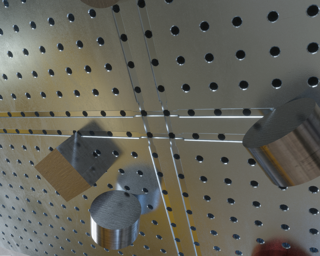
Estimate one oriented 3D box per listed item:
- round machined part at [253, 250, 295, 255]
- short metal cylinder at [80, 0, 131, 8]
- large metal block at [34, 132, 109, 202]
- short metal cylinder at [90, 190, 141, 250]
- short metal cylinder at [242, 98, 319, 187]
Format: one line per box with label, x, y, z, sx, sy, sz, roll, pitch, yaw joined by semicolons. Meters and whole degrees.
round machined part;0.176;0.229;0.449;0.098;0.042;0.097;13;124;21
short metal cylinder;-0.053;-0.169;0.318;0.080;0.050;0.079;13;124;21
large metal block;-0.146;0.066;0.513;0.080;0.050;0.080;-34;100;38
short metal cylinder;-0.072;0.148;0.506;0.080;0.080;0.050;19;126;17
short metal cylinder;0.133;0.014;0.314;0.080;0.080;0.050;-32;101;38
